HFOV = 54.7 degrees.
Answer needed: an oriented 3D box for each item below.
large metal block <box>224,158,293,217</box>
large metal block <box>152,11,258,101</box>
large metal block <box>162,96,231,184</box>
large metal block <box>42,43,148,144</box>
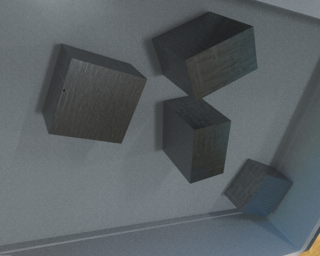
[{"bbox_3d":[0.178,0.109,0.560,0.080,0.050,0.080,20,108,-36],"label":"large metal block"},{"bbox_3d":[0.049,-0.084,0.349,0.080,0.080,0.050,-28,128,-11],"label":"large metal block"},{"bbox_3d":[0.044,0.012,0.406,0.050,0.080,0.079,-13,124,-22],"label":"large metal block"},{"bbox_3d":[-0.072,-0.034,0.333,0.081,0.050,0.079,10,113,-33],"label":"large metal block"}]
